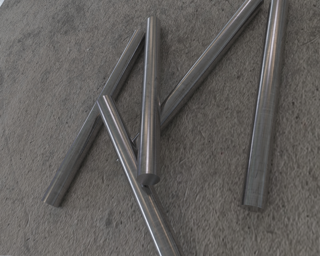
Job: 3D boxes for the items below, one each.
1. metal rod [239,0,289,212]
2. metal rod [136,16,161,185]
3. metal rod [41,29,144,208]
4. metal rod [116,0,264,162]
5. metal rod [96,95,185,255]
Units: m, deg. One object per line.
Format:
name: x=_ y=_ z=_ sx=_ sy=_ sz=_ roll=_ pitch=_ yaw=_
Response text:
metal rod: x=0.129 y=-0.052 z=0.367 sx=0.025 sy=0.025 sz=0.300 roll=2 pitch=62 yaw=29
metal rod: x=-0.012 y=-0.061 z=0.422 sx=0.025 sy=0.025 sz=0.300 roll=-16 pitch=47 yaw=19
metal rod: x=-0.090 y=-0.026 z=0.467 sx=0.025 sy=0.025 sz=0.300 roll=12 pitch=67 yaw=33
metal rod: x=0.046 y=-0.068 z=0.421 sx=0.025 sy=0.025 sz=0.300 roll=32 pitch=79 yaw=38
metal rod: x=-0.015 y=0.077 z=0.341 sx=0.025 sy=0.025 sz=0.299 roll=-32 pitch=58 yaw=7
